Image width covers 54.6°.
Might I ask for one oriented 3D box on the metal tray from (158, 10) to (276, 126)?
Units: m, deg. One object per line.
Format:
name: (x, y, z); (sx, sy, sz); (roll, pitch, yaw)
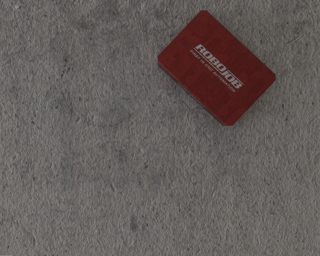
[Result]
metal tray: (0.072, -0.076, 0.408); (0.130, 0.030, 0.090); (43, 90, 0)
